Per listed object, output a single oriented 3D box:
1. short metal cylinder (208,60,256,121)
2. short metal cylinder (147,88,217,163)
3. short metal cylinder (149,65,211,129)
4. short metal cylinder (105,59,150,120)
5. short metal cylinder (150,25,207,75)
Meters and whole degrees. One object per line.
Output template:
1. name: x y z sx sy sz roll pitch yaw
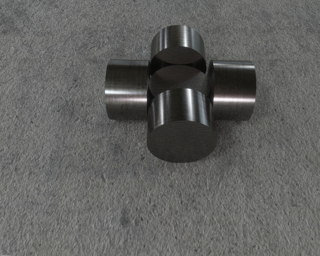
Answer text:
1. short metal cylinder: 0.091 -0.050 0.412 0.050 0.080 0.080 1 50 1
2. short metal cylinder: 0.025 -0.001 0.370 0.081 0.080 0.050 0 50 0
3. short metal cylinder: 0.026 -0.041 0.424 0.081 0.050 0.080 0 50 0
4. short metal cylinder: -0.040 -0.050 0.411 0.050 0.080 0.080 1 50 1
5. short metal cylinder: 0.026 -0.102 0.454 0.081 0.080 0.050 1 51 0
